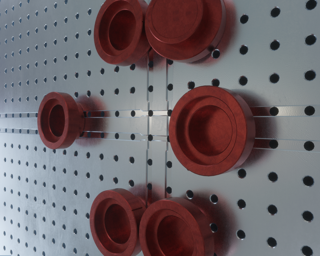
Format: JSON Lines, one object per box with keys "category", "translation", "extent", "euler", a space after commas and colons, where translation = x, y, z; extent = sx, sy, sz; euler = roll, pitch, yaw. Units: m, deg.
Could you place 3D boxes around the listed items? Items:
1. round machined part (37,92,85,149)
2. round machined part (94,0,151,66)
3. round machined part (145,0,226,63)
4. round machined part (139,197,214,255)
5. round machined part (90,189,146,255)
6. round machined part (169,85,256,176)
{"category": "round machined part", "translation": [-0.169, -0.013, 0.539], "extent": [0.098, 0.042, 0.097], "euler": [0, 90, 40]}
{"category": "round machined part", "translation": [-0.046, -0.136, 0.437], "extent": [0.098, 0.042, 0.097], "euler": [0, 90, 40]}
{"category": "round machined part", "translation": [0.024, -0.129, 0.365], "extent": [0.098, 0.042, 0.097], "euler": [1, 92, 26]}
{"category": "round machined part", "translation": [0.024, 0.133, 0.379], "extent": [0.098, 0.042, 0.097], "euler": [0, 90, 40]}
{"category": "round machined part", "translation": [-0.053, 0.135, 0.444], "extent": [0.098, 0.042, 0.097], "euler": [0, 90, 40]}
{"category": "round machined part", "translation": [0.061, 0.003, 0.349], "extent": [0.098, 0.042, 0.097], "euler": [0, 90, 40]}
